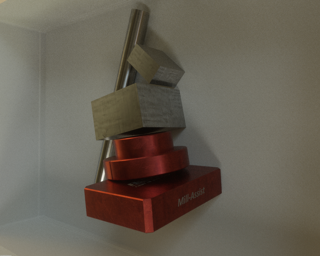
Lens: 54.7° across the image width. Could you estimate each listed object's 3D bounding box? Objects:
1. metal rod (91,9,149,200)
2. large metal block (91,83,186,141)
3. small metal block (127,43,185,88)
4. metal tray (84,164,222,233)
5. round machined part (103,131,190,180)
[{"bbox_3d":[-0.063,-0.019,0.456,0.025,0.025,0.298,23,104,37],"label":"metal rod"},{"bbox_3d":[-0.027,-0.017,0.391,0.080,0.081,0.050,-15,80,38],"label":"large metal block"},{"bbox_3d":[-0.005,-0.078,0.393,0.050,0.050,0.025,49,119,28],"label":"small metal block"},{"bbox_3d":[-0.003,0.068,0.338,0.090,0.131,0.030,0,96,40],"label":"metal tray"},{"bbox_3d":[-0.017,0.029,0.361,0.098,0.099,0.042,-8,91,39],"label":"round machined part"}]
